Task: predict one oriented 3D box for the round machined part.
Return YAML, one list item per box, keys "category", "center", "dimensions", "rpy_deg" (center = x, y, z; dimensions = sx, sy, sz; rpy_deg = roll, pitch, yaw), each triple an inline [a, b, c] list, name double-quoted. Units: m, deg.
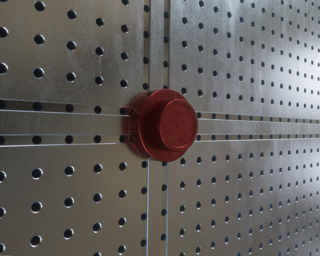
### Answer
- category: "round machined part"
  center: [0.012, -0.003, 0.410]
  dimensions: [0.099, 0.042, 0.097]
  rpy_deg: [0, 90, -40]
